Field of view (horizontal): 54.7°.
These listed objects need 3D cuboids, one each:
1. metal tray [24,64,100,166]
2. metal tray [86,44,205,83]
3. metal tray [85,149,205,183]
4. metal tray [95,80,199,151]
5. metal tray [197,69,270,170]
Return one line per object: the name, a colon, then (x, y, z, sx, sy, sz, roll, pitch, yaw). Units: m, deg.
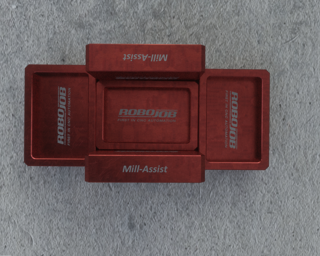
metal tray: (-0.127, -0.016, 0.407, 0.091, 0.030, 0.129, 1, 90, -1)
metal tray: (-0.016, -0.076, 0.378, 0.131, 0.090, 0.030, 0, 90, -1)
metal tray: (-0.016, 0.044, 0.377, 0.131, 0.090, 0.030, 0, 90, -1)
metal tray: (-0.017, -0.016, 0.408, 0.131, 0.030, 0.089, 1, 90, -1)
metal tray: (0.095, -0.011, 0.410, 0.091, 0.030, 0.129, 1, 90, -1)
